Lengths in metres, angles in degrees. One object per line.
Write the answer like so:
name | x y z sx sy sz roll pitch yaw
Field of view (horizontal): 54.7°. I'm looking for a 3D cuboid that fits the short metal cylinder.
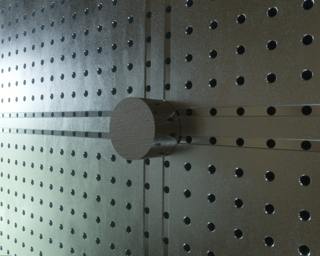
short metal cylinder | -0.021 0.001 0.407 0.080 0.050 0.079 0 90 39
